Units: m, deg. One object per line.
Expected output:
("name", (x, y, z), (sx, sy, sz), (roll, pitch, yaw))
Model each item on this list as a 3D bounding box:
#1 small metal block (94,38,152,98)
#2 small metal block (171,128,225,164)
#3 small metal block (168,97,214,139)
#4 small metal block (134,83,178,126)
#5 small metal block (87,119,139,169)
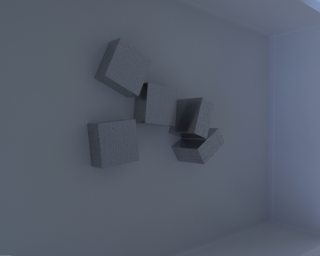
("small metal block", (-0.043, -0.071, 0.372), (0.050, 0.025, 0.050), (30, 71, -36))
("small metal block", (0.054, 0.024, 0.438), (0.050, 0.050, 0.025), (-40, 115, -33))
("small metal block", (0.043, -0.013, 0.429), (0.025, 0.050, 0.050), (23, 76, -38))
("small metal block", (-0.005, -0.029, 0.404), (0.050, 0.025, 0.050), (6, 86, -40))
("small metal block", (-0.054, 0.017, 0.363), (0.050, 0.025, 0.050), (-8, 96, -40))
